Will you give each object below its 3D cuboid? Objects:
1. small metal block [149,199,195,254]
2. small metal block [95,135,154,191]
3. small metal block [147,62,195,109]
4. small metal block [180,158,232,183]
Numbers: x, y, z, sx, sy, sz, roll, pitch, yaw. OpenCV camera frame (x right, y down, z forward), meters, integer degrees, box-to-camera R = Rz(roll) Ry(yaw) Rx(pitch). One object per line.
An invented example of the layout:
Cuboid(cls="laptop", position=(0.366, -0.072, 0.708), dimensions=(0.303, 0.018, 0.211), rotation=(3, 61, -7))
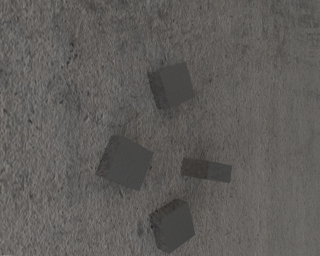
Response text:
Cuboid(cls="small metal block", position=(0.017, 0.131, 0.419), dimensions=(0.050, 0.025, 0.050), rotation=(-21, 104, -38))
Cuboid(cls="small metal block", position=(-0.041, 0.042, 0.370), dimensions=(0.050, 0.025, 0.050), rotation=(32, 70, -36))
Cuboid(cls="small metal block", position=(0.016, -0.057, 0.417), dimensions=(0.050, 0.025, 0.050), rotation=(-27, 107, -37))
Cuboid(cls="small metal block", position=(0.066, 0.061, 0.444), dimensions=(0.050, 0.050, 0.025), rotation=(16, 80, -39))
